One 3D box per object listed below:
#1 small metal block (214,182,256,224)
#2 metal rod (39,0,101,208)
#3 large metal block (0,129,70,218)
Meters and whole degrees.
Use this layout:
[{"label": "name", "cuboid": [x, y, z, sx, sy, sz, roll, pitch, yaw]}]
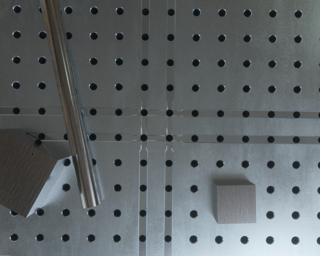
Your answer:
[{"label": "small metal block", "cuboid": [0.100, 0.099, 0.414, 0.050, 0.025, 0.050, -1, 90, 0]}, {"label": "metal rod", "cuboid": [-0.121, -0.043, 0.412, 0.025, 0.025, 0.298, -12, 90, 0]}, {"label": "large metal block", "cuboid": [-0.178, 0.055, 0.399, 0.080, 0.050, 0.080, 29, 90, 0]}]
